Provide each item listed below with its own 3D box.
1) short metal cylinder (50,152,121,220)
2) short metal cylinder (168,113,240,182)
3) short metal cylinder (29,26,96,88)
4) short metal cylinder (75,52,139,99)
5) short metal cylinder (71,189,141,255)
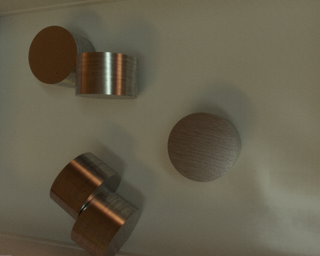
[{"bbox_3d":[-0.098,0.080,0.416,0.050,0.080,0.080,35,101,17],"label":"short metal cylinder"},{"bbox_3d":[0.055,0.022,0.378,0.080,0.050,0.080,0,90,20],"label":"short metal cylinder"},{"bbox_3d":[-0.139,-0.100,0.446,0.080,0.050,0.080,0,90,20],"label":"short metal cylinder"},{"bbox_3d":[-0.069,-0.066,0.406,0.080,0.080,0.050,2,91,20],"label":"short metal cylinder"},{"bbox_3d":[-0.069,0.127,0.406,0.050,0.080,0.080,31,100,17],"label":"short metal cylinder"}]
